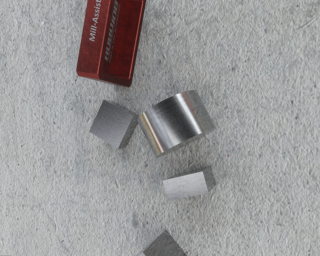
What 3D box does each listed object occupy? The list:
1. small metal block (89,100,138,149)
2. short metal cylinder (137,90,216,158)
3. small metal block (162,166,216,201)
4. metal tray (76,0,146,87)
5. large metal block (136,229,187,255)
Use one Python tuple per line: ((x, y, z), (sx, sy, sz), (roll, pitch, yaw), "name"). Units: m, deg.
((-0.063, -0.005, 0.431), (0.050, 0.025, 0.050), (29, 99, 17), "small metal block")
((0.020, -0.004, 0.373), (0.080, 0.080, 0.050), (-29, 81, 18), "short metal cylinder")
((0.038, 0.068, 0.382), (0.050, 0.050, 0.025), (-16, 85, 19), "small metal block")
((-0.058, -0.122, 0.394), (0.030, 0.090, 0.129), (12, 94, 20), "metal tray")
((0.003, 0.184, 0.379), (0.050, 0.080, 0.080), (-45, 76, 15), "large metal block")
